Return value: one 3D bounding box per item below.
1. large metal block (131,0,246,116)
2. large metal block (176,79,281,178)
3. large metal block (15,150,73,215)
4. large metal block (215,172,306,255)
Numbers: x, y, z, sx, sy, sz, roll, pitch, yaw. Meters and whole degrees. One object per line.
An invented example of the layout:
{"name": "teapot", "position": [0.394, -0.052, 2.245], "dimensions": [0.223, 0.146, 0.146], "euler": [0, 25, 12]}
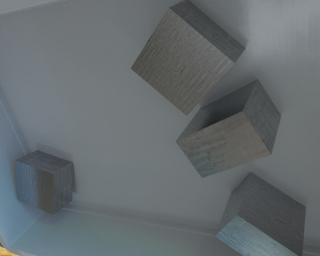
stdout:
{"name": "large metal block", "position": [0.029, -0.074, 0.331], "dimensions": [0.080, 0.050, 0.080], "euler": [41, 129, 0]}
{"name": "large metal block", "position": [0.076, 0.000, 0.333], "dimensions": [0.080, 0.080, 0.050], "euler": [-27, 103, 37]}
{"name": "large metal block", "position": [-0.203, 0.094, 0.548], "dimensions": [0.080, 0.050, 0.079], "euler": [15, 112, 19]}
{"name": "large metal block", "position": [0.124, 0.114, 0.378], "dimensions": [0.080, 0.080, 0.050], "euler": [33, 129, 6]}
